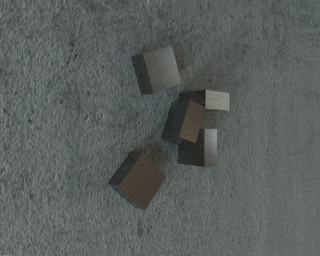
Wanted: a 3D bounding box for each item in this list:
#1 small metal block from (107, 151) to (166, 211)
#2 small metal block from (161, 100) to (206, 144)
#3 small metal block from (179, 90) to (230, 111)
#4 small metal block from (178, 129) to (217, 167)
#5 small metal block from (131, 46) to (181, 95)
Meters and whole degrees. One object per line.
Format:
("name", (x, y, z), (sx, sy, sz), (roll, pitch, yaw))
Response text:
("small metal block", (-0.027, 0.064, 0.382), (0.050, 0.025, 0.050), (51, 60, -28))
("small metal block", (0.030, -0.006, 0.410), (0.025, 0.050, 0.050), (22, 76, -23))
("small metal block", (0.063, -0.037, 0.441), (0.050, 0.050, 0.025), (1, 89, -40))
("small metal block", (0.052, 0.026, 0.431), (0.025, 0.050, 0.050), (1, 90, -40))
("small metal block", (-0.004, -0.074, 0.401), (0.050, 0.025, 0.050), (-25, 106, -37))
